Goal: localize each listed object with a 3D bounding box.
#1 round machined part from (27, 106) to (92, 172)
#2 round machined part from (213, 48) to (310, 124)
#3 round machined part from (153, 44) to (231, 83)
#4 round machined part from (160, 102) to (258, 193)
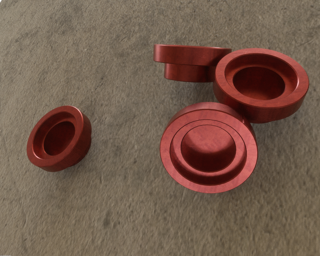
[{"bbox_3d":[-0.141,0.019,0.453,0.098,0.042,0.098,-13,56,20],"label":"round machined part"},{"bbox_3d":[0.109,-0.043,0.347,0.099,0.042,0.098,-1,50,1],"label":"round machined part"},{"bbox_3d":[0.040,-0.084,0.399,0.098,0.099,0.042,14,109,33],"label":"round machined part"},{"bbox_3d":[0.052,0.018,0.331,0.098,0.098,0.042,-16,20,19],"label":"round machined part"}]
